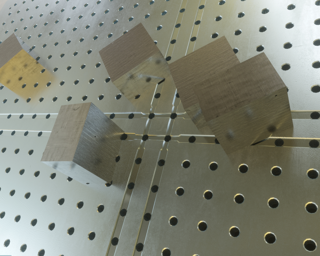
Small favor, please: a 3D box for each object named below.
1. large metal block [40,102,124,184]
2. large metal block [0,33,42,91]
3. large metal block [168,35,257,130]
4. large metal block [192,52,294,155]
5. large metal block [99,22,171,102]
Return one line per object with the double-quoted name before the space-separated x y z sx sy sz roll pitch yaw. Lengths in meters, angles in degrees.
"large metal block" -0.098 0.023 0.412 0.050 0.080 0.080 -3 60 27
"large metal block" -0.303 -0.137 0.637 0.080 0.050 0.080 -41 51 0
"large metal block" 0.065 -0.057 0.394 0.080 0.050 0.080 -25 53 12
"large metal block" 0.092 -0.023 0.339 0.080 0.080 0.050 -25 53 13
"large metal block" -0.038 -0.101 0.475 0.080 0.050 0.080 -33 51 7
